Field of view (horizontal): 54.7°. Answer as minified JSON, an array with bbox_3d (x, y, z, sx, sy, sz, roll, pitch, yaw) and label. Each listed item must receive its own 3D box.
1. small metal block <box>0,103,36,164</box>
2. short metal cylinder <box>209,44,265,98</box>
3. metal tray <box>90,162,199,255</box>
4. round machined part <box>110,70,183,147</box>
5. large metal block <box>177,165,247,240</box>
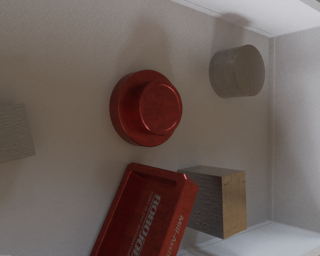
[{"bbox_3d":[-0.148,0.006,0.283,0.050,0.025,0.050,-16,100,-39],"label":"small metal block"},{"bbox_3d":[0.124,-0.089,0.497,0.081,0.050,0.079,0,90,-40],"label":"short metal cylinder"},{"bbox_3d":[-0.019,0.109,0.347,0.030,0.090,0.130,40,65,-45],"label":"metal tray"},{"bbox_3d":[-0.010,-0.024,0.389,0.099,0.042,0.097,0,90,-40],"label":"round machined part"},{"bbox_3d":[0.072,0.099,0.434,0.050,0.080,0.079,-4,93,-40],"label":"large metal block"}]
